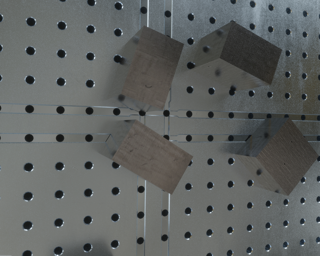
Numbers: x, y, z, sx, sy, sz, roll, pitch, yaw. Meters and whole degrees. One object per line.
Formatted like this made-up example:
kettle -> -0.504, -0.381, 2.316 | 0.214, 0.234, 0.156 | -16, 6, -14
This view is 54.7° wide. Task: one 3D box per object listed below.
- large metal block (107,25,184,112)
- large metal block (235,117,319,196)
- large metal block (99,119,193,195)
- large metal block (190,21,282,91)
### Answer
large metal block -> -0.021, -0.066, 0.376 | 0.050, 0.080, 0.080 | 20, 83, -19
large metal block -> 0.176, 0.041, 0.466 | 0.080, 0.050, 0.080 | -46, 105, -14
large metal block -> -0.020, 0.033, 0.377 | 0.080, 0.080, 0.050 | 34, 79, -17
large metal block -> 0.101, -0.093, 0.422 | 0.080, 0.080, 0.050 | 22, 83, -19
